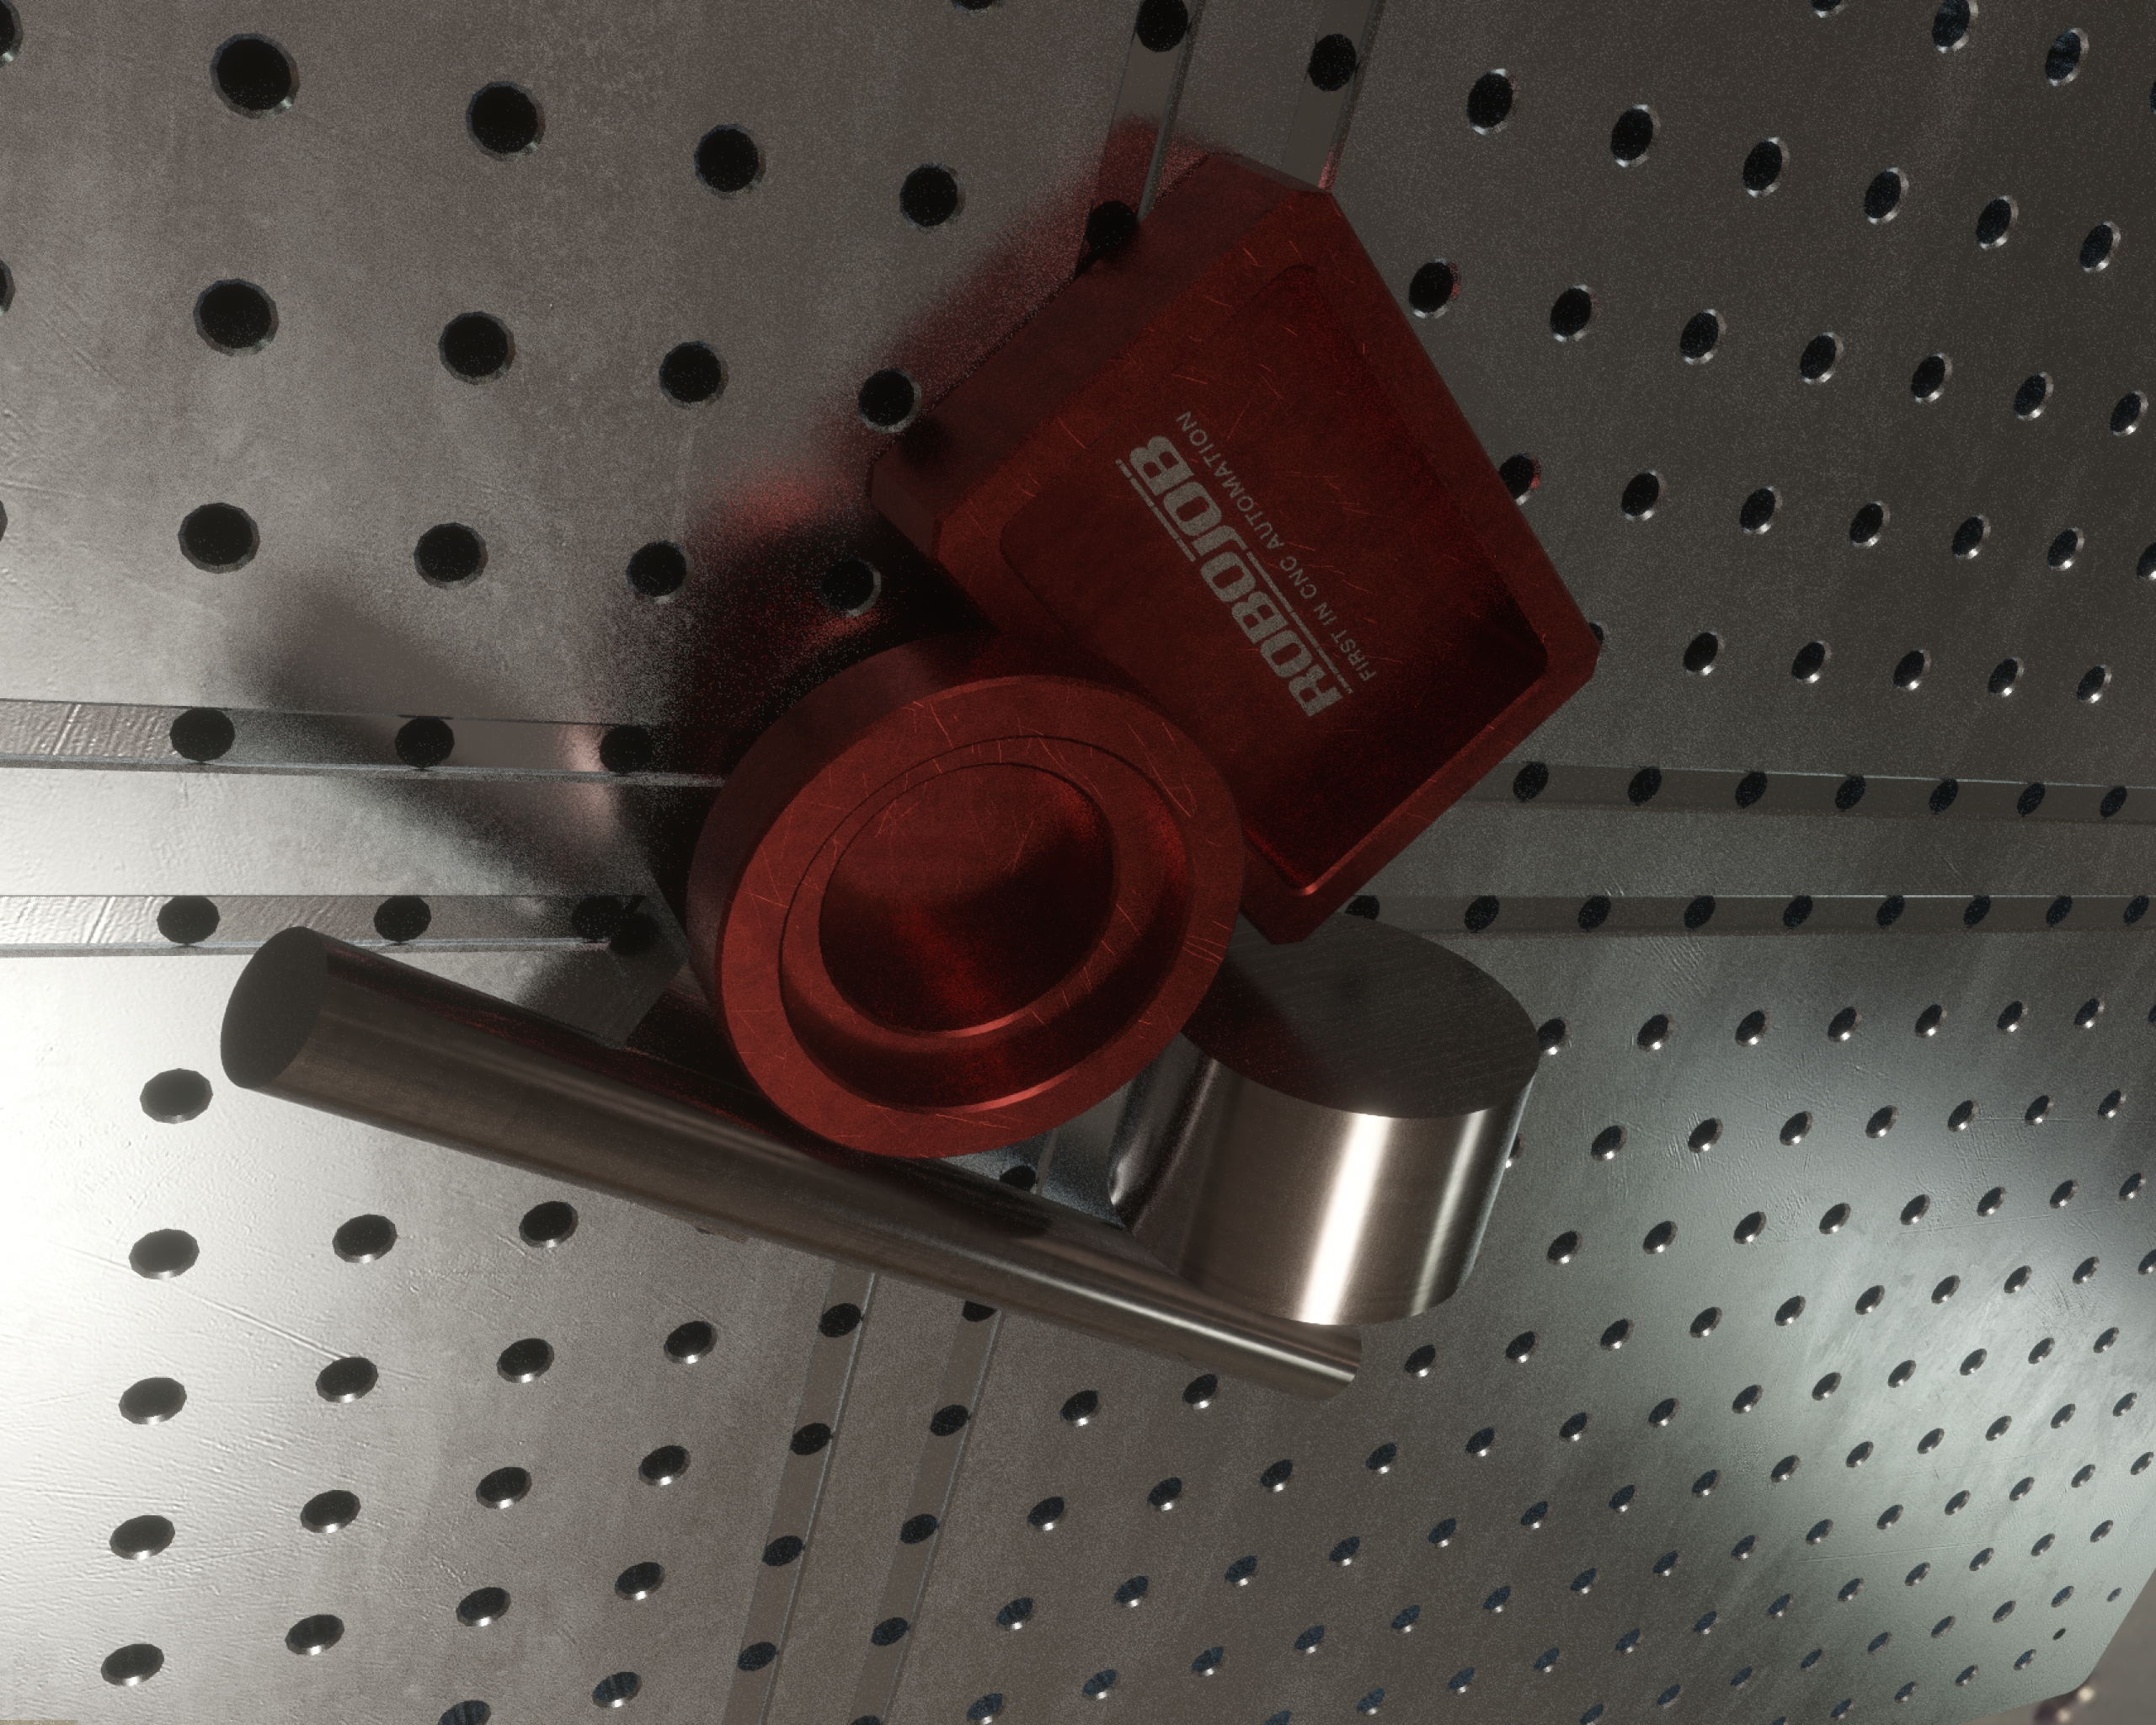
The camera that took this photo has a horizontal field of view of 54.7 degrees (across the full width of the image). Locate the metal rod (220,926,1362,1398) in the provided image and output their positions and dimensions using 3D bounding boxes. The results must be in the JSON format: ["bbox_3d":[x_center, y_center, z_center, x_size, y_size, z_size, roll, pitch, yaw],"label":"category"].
[{"bbox_3d":[-0.029,0.072,0.415,0.025,0.025,0.301,-51,138,8],"label":"metal rod"}]

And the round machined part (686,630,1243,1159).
[{"bbox_3d":[-0.023,0.002,0.380,0.099,0.042,0.097,-13,123,-20],"label":"round machined part"}]

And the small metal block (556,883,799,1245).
[{"bbox_3d":[-0.072,0.039,0.398,0.050,0.025,0.050,32,100,-39],"label":"small metal block"}]

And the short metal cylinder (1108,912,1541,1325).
[{"bbox_3d":[0.050,0.050,0.434,0.081,0.080,0.050,-4,120,-27],"label":"short metal cylinder"}]

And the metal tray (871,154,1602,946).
[{"bbox_3d":[0.035,-0.054,0.394,0.090,0.030,0.130,-43,129,0],"label":"metal tray"}]
